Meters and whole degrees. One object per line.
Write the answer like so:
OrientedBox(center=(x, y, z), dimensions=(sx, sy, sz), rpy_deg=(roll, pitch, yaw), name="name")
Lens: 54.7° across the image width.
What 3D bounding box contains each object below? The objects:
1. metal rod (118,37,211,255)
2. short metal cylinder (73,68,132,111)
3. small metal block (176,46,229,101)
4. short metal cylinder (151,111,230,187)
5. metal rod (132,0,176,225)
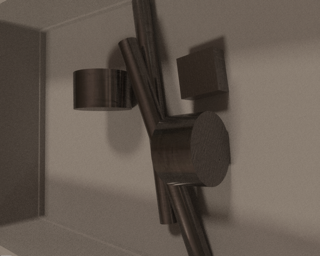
OrientedBox(center=(0.006, 0.031, 0.377), dimensions=(0.025, 0.025, 0.299), rpy_deg=(-24, 82, 37), name="metal rod")
OrientedBox(center=(-0.080, -0.051, 0.435), dimensions=(0.080, 0.081, 0.050), rpy_deg=(-1, 90, 39), name="short metal cylinder")
OrientedBox(center=(0.050, -0.062, 0.364), dimensions=(0.050, 0.025, 0.050), rpy_deg=(-11, 83, 39), name="small metal block")
OrientedBox(center=(0.035, 0.024, 0.340), dimensions=(0.050, 0.081, 0.080), rpy_deg=(-6, 86, 39), name="short metal cylinder")
OrientedBox(center=(-0.007, -0.027, 0.410), dimensions=(0.025, 0.025, 0.298), rpy_deg=(-13, 82, 39), name="metal rod")
